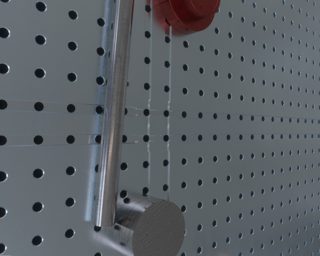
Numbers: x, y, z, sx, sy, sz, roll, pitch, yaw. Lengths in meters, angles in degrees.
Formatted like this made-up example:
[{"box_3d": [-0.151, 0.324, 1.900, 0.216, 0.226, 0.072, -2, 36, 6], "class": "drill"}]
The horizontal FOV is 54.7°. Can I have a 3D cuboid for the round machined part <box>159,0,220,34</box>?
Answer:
[{"box_3d": [0.048, -0.187, 0.438, 0.099, 0.042, 0.097, 0, 90, -40], "class": "round machined part"}]

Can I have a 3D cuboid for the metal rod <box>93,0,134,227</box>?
[{"box_3d": [-0.052, -0.038, 0.365, 0.025, 0.025, 0.298, 7, 85, -40], "class": "metal rod"}]

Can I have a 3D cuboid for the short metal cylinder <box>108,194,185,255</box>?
[{"box_3d": [-0.015, 0.125, 0.381, 0.081, 0.050, 0.079, 0, 90, -40], "class": "short metal cylinder"}]
